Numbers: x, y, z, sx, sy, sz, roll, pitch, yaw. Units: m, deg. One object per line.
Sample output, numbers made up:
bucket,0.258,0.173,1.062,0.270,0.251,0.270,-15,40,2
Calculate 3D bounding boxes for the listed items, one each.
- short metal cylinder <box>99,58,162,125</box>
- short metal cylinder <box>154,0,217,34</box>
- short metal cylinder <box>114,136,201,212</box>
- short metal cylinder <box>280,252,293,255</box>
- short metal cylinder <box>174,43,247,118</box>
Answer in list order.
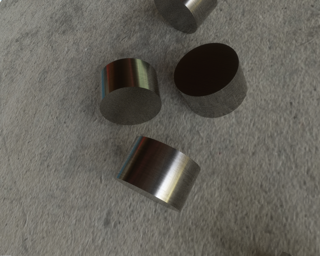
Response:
short metal cylinder,-0.041,-0.047,0.417,0.080,0.080,0.050,-20,54,16
short metal cylinder,0.038,-0.189,0.463,0.080,0.080,0.050,32,80,37
short metal cylinder,-0.003,0.051,0.338,0.080,0.080,0.050,17,71,34
short metal cylinder,0.116,0.136,0.224,0.080,0.080,0.050,25,76,36
short metal cylinder,0.064,-0.059,0.390,0.080,0.050,0.080,-13,56,20
